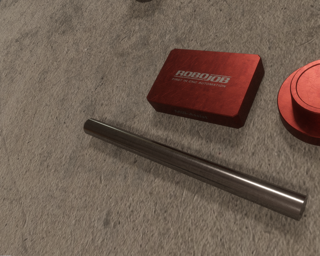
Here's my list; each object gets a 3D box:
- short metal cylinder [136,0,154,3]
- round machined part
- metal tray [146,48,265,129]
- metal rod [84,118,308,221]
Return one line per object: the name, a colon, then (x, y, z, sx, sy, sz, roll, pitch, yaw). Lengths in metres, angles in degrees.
short metal cylinder: (-0.025, -0.280, 0.571, 0.080, 0.050, 0.080, -13, 56, 20)
round machined part: (0.174, -0.033, 0.322, 0.098, 0.042, 0.098, -13, 56, 20)
metal tray: (0.057, -0.056, 0.404, 0.130, 0.030, 0.090, 14, 69, 33)
metal rod: (0.015, 0.036, 0.372, 0.300, 0.025, 0.025, 18, 71, 34)
